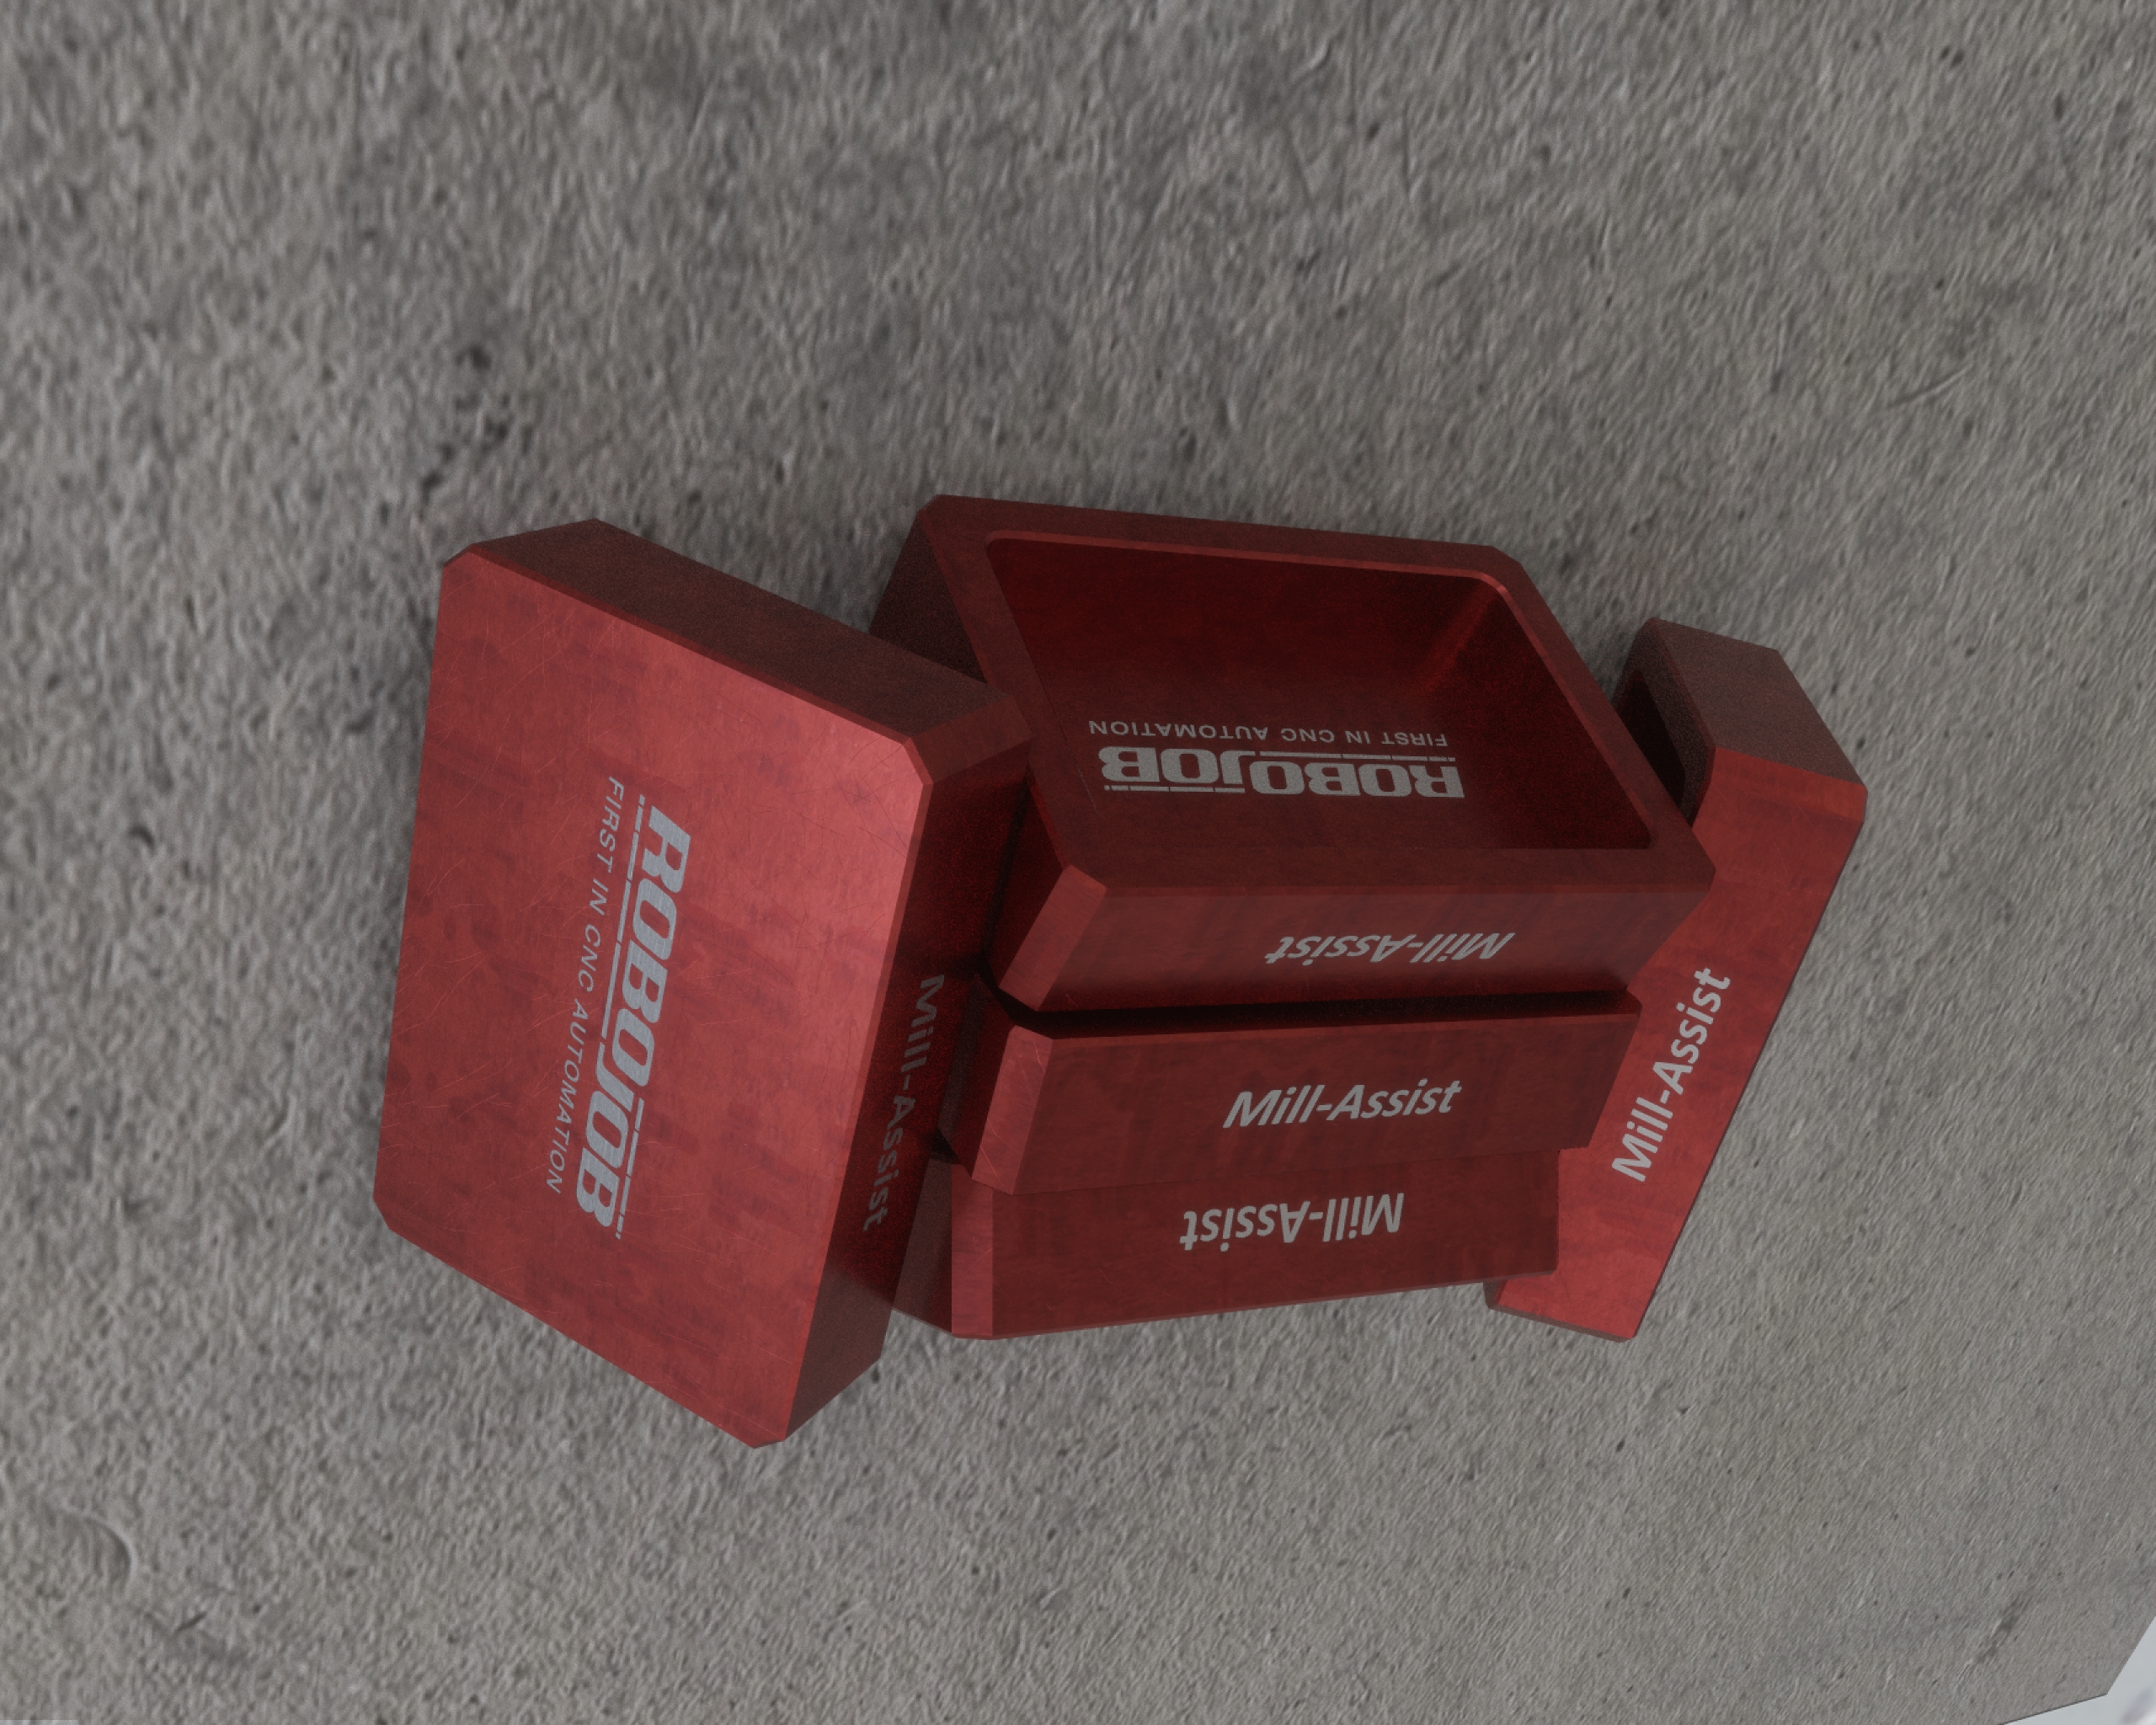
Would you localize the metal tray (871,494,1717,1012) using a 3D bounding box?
[{"bbox_3d":[0.038,-0.020,0.369,0.131,0.090,0.030,0,139,-29],"label":"metal tray"}]

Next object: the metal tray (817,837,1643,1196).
[{"bbox_3d":[0.027,0.020,0.391,0.131,0.090,0.030,0,118,-29],"label":"metal tray"}]

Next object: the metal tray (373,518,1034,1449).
[{"bbox_3d":[-0.066,0.020,0.340,0.030,0.090,0.129,-31,141,-57],"label":"metal tray"}]

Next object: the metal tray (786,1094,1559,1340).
[{"bbox_3d":[0.017,0.064,0.411,0.131,0.090,0.030,0,89,-29],"label":"metal tray"}]

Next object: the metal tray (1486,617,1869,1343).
[{"bbox_3d":[0.118,0.023,0.442,0.030,0.090,0.129,15,114,0],"label":"metal tray"}]
